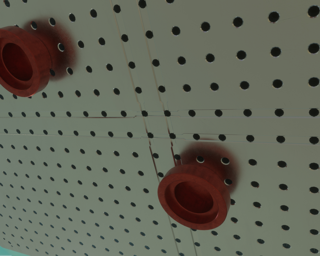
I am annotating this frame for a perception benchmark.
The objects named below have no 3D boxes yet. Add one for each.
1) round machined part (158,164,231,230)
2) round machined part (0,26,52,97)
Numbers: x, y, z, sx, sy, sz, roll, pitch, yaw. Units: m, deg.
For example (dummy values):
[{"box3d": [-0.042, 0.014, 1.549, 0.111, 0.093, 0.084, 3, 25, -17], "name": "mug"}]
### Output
[{"box3d": [0.050, 0.090, 0.430, 0.098, 0.042, 0.097, 13, 124, 21], "name": "round machined part"}, {"box3d": [-0.197, -0.097, 0.445, 0.098, 0.042, 0.097, 13, 124, 21], "name": "round machined part"}]
